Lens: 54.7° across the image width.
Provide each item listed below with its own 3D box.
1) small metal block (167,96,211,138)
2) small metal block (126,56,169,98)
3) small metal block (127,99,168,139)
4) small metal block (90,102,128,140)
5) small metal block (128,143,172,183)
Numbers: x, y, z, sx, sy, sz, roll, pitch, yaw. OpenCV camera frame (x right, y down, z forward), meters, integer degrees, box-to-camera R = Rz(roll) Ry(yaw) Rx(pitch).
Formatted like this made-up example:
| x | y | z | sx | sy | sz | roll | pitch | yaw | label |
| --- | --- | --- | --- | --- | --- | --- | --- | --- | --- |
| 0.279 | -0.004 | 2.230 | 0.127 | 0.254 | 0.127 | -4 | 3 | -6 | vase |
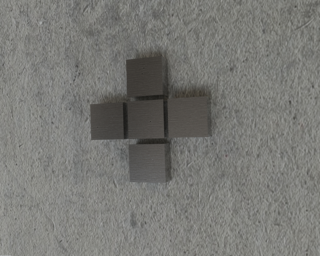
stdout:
| x | y | z | sx | sy | sz | roll | pitch | yaw | label |
| --- | --- | --- | --- | --- | --- | --- | --- | --- | --- |
| 0.038 | -0.013 | 0.396 | 0.050 | 0.025 | 0.050 | -2 | 89 | 19 | small metal block |
| -0.017 | -0.067 | 0.415 | 0.050 | 0.025 | 0.050 | -2 | 89 | 19 | small metal block |
| -0.015 | -0.011 | 0.415 | 0.050 | 0.025 | 0.050 | -2 | 89 | 19 | small metal block |
| -0.068 | -0.009 | 0.433 | 0.050 | 0.025 | 0.050 | -2 | 89 | 19 | small metal block |
| -0.013 | 0.046 | 0.414 | 0.050 | 0.025 | 0.050 | -2 | 89 | 19 | small metal block |
